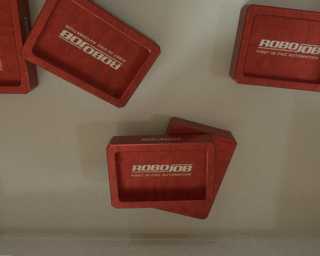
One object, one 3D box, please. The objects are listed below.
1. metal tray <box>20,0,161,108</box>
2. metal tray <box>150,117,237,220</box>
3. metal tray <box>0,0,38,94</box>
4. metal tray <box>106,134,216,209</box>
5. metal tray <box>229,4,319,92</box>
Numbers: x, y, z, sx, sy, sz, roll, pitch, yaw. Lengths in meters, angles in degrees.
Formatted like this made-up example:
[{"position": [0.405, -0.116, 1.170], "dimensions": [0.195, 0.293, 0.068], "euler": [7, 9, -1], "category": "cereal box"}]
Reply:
[{"position": [-0.077, -0.091, 0.357], "dimensions": [0.131, 0.030, 0.090], "euler": [28, 108, -25], "category": "metal tray"}, {"position": [0.040, 0.058, 0.430], "dimensions": [0.091, 0.030, 0.129], "euler": [15, 109, -6], "category": "metal tray"}, {"position": [-0.202, -0.107, 0.367], "dimensions": [0.091, 0.030, 0.129], "euler": [1, 110, -1], "category": "metal tray"}, {"position": [0.002, 0.056, 0.396], "dimensions": [0.131, 0.030, 0.089], "euler": [-1, 110, 0], "category": "metal tray"}, {"position": [0.158, -0.095, 0.374], "dimensions": [0.131, 0.030, 0.089], "euler": [6, 110, -2], "category": "metal tray"}]
